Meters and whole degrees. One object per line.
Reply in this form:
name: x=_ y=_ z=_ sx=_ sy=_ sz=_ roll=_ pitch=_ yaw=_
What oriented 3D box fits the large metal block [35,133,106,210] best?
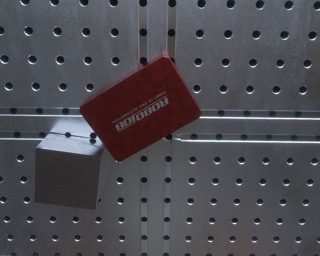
large metal block: x=-0.119 y=0.058 z=0.420 sx=0.081 sy=0.050 sz=0.079 roll=8 pitch=110 yaw=-3

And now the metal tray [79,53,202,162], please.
metal tray: x=-0.024 y=-0.025 z=0.401 sx=0.130 sy=0.030 sz=0.090 roll=-30 pitch=108 yaw=10
